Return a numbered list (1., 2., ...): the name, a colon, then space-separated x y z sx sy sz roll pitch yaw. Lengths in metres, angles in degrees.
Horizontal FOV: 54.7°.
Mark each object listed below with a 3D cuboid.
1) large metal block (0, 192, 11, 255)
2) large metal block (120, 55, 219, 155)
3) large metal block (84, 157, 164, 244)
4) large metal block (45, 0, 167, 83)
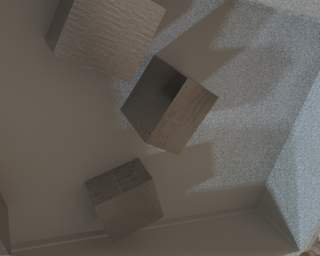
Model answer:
1. large metal block: -0.197 0.092 0.323 0.050 0.080 0.079 -17 126 -19
2. large metal block: 0.007 -0.028 0.361 0.050 0.080 0.080 24 105 -37
3. large metal block: -0.048 0.100 0.430 0.081 0.050 0.080 -24 128 -14
4. large metal block: -0.054 -0.101 0.301 0.081 0.050 0.080 17 109 -35
